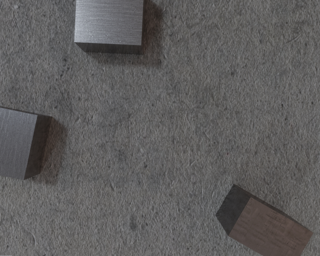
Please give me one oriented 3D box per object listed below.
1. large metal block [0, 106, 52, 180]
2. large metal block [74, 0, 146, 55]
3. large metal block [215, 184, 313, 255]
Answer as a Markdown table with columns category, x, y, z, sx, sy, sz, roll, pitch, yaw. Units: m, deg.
| category | x | y | z | sx | sy | sz | roll | pitch | yaw |
| --- | --- | --- | --- | --- | --- | --- | --- | --- | --- |
| large metal block | -0.195 | 0.015 | 0.396 | 0.080 | 0.050 | 0.080 | 12 | 90 | 0 |
| large metal block | -0.061 | -0.141 | 0.397 | 0.081 | 0.050 | 0.080 | 3 | 90 | 0 |
| large metal block | 0.123 | 0.118 | 0.383 | 0.080 | 0.080 | 0.050 | 30 | 90 | 0 |
